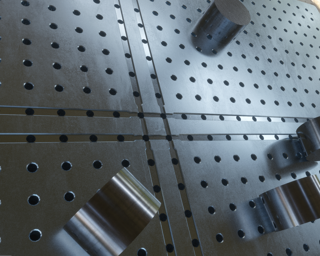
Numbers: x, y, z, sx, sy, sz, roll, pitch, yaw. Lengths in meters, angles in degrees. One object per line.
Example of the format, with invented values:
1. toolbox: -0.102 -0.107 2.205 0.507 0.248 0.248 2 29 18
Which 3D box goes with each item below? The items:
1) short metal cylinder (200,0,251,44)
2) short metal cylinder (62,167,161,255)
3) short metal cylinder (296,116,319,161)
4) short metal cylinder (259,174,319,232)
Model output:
1. short metal cylinder: 0.123 -0.208 0.588 0.081 0.050 0.080 14 56 -21
2. short metal cylinder: -0.045 0.084 0.299 0.050 0.080 0.080 45 51 2
3. short metal cylinder: 0.276 0.017 0.515 0.081 0.080 0.050 5 60 -26
4. short metal cylinder: 0.181 0.100 0.412 0.081 0.080 0.050 -5 65 -31
